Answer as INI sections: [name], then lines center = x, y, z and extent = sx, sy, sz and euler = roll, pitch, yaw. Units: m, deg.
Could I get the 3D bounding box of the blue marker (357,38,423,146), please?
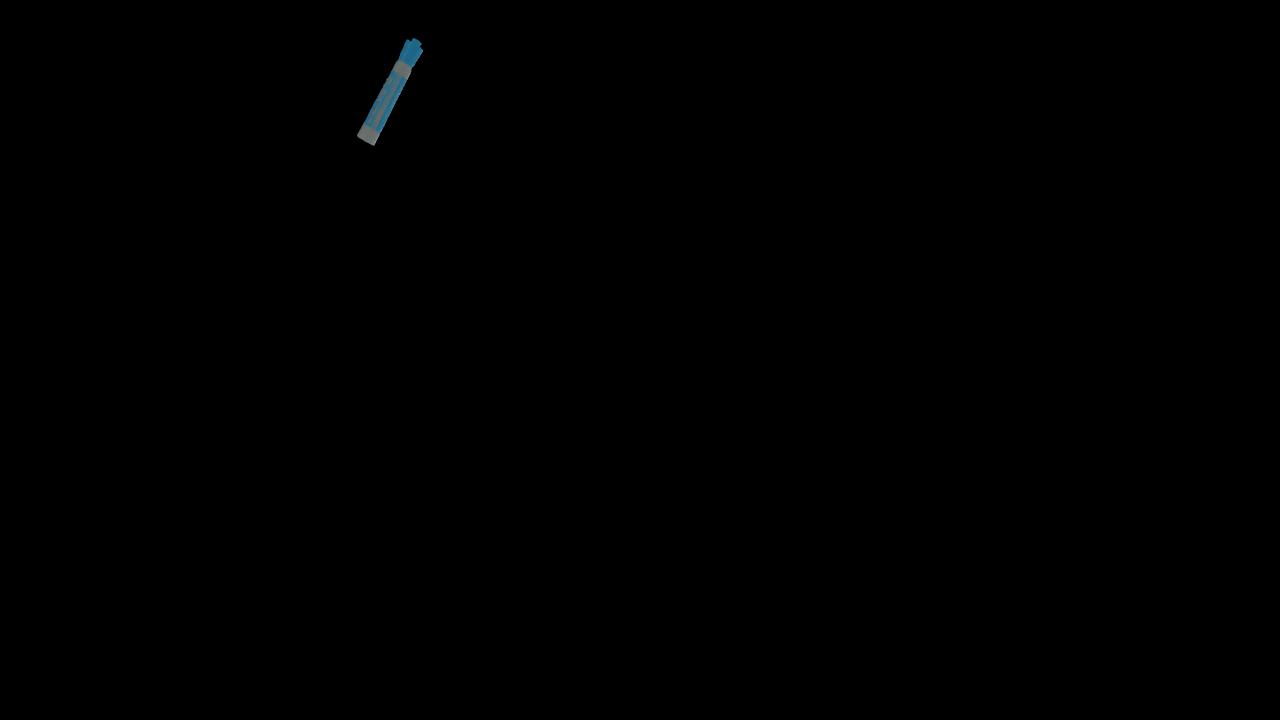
[blue marker]
center = -0.267, -0.288, 0.659
extent = 0.020, 0.121, 0.020
euler = 29, 3, -2
